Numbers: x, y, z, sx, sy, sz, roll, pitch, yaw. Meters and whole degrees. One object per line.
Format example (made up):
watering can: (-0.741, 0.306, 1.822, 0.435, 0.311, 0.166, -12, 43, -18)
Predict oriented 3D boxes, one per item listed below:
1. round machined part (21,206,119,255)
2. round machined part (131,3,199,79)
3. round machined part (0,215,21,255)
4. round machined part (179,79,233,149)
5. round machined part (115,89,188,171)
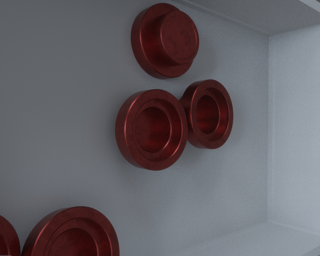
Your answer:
round machined part: (-0.092, 0.130, 0.309, 0.099, 0.042, 0.098, 21, 60, -43)
round machined part: (0.014, -0.115, 0.409, 0.099, 0.042, 0.097, 0, 90, -40)
round machined part: (-0.168, 0.111, 0.245, 0.099, 0.042, 0.097, -1, 91, -58)
round machined part: (0.060, -0.019, 0.446, 0.099, 0.042, 0.097, 1, 88, -44)
round machined part: (-0.014, 0.002, 0.385, 0.099, 0.042, 0.097, 0, 90, -40)
